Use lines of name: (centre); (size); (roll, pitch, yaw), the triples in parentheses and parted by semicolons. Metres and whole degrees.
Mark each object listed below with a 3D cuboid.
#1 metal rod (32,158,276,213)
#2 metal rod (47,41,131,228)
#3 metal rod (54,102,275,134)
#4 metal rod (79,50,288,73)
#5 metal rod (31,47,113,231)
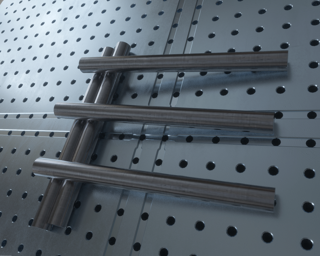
metal rod: (-0.025, 0.062, 0.363); (0.301, 0.025, 0.025); (4, 64, 22)
metal rod: (-0.097, -0.006, 0.460); (0.025, 0.025, 0.300); (1, 62, 28)
metal rod: (-0.011, -0.016, 0.403); (0.301, 0.025, 0.025); (4, 64, 23)
metal rod: (0.017, -0.091, 0.435); (0.301, 0.025, 0.025); (4, 63, 22)
metal rod: (-0.121, 0.001, 0.468); (0.025, 0.025, 0.300); (1, 62, 28)
